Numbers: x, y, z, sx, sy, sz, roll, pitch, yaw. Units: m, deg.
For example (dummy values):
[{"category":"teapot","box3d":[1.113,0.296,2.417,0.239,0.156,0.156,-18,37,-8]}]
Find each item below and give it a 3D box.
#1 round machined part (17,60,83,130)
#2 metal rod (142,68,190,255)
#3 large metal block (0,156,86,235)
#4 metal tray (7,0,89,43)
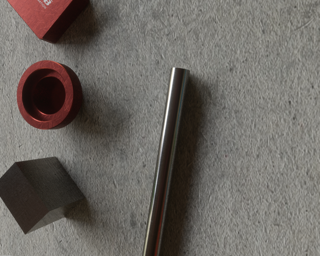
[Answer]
[{"category":"round machined part","box3d":[-0.155,-0.046,0.453,0.098,0.042,0.097,0,90,19]},{"category":"metal rod","box3d":[0.004,0.072,0.406,0.025,0.025,0.298,10,93,19]},{"category":"large metal block","box3d":[-0.167,0.090,0.437,0.050,0.080,0.080,-44,77,15]},{"category":"metal tray","box3d":[-0.180,-0.205,0.468,0.090,0.030,0.130,-45,77,14]}]
